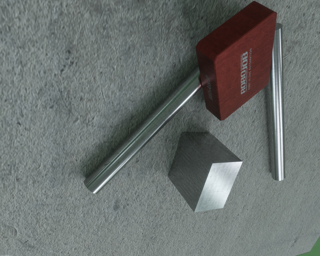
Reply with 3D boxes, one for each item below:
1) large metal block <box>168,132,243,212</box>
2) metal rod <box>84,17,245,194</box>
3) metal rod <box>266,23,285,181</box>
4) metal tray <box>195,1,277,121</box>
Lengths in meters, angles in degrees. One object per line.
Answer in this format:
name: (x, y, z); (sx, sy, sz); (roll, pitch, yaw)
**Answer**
large metal block: (0.061, 0.060, 0.444); (0.050, 0.080, 0.079); (1, 118, -29)
metal rod: (0.015, -0.029, 0.398); (0.300, 0.025, 0.025); (-45, 130, 3)
metal rod: (0.187, -0.021, 0.498); (0.025, 0.025, 0.299); (-28, 128, -11)
metal tray: (0.094, -0.075, 0.380); (0.090, 0.030, 0.130); (-38, 149, -9)
